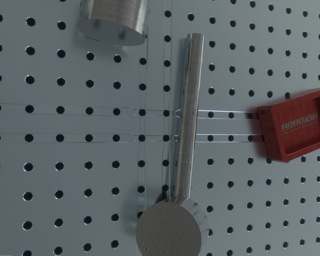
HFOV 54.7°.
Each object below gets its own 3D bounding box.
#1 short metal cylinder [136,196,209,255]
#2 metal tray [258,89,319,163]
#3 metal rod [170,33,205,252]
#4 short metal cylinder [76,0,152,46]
[{"bbox_3d":[0.017,0.129,0.386,0.080,0.050,0.080,-1,86,18],"label":"short metal cylinder"},{"bbox_3d":[0.226,-0.007,0.495,0.131,0.030,0.089,-17,96,-20],"label":"metal tray"},{"bbox_3d":[0.036,0.020,0.427,0.025,0.025,0.298,6,88,-20],"label":"metal rod"},{"bbox_3d":[-0.053,-0.135,0.364,0.081,0.080,0.050,11,87,-20],"label":"short metal cylinder"}]
